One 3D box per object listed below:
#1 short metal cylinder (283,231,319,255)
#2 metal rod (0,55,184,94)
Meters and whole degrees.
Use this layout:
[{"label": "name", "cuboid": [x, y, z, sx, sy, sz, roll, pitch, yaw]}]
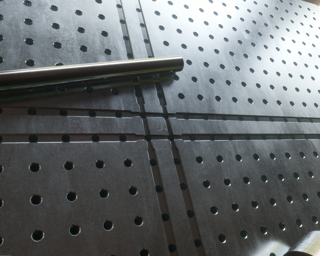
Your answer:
[{"label": "short metal cylinder", "cuboid": [0.194, 0.173, 0.372, 0.050, 0.080, 0.080, -20, 73, -36]}, {"label": "metal rod", "cuboid": [-0.093, -0.071, 0.401, 0.303, 0.025, 0.025, -14, 69, -34]}]
